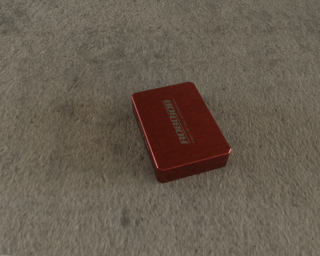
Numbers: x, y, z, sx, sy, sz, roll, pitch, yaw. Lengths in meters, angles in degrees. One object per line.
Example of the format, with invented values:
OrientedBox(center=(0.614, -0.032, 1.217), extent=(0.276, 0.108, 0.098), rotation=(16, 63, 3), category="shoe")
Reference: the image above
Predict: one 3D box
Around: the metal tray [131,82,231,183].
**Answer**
OrientedBox(center=(0.022, 0.000, 0.400), extent=(0.091, 0.030, 0.130), rotation=(-13, 51, -11), category="metal tray")
